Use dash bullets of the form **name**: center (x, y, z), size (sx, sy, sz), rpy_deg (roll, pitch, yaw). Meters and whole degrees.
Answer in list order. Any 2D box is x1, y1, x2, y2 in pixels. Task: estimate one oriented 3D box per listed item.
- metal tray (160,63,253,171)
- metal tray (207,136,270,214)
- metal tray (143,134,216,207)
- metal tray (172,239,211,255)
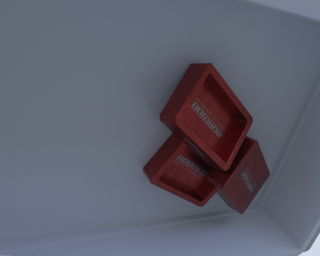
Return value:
- **metal tray**: center (0.067, -0.012, 0.411), size (0.130, 0.030, 0.090), rpy_deg (42, 71, -37)
- **metal tray**: center (0.132, 0.078, 0.501), size (0.090, 0.030, 0.130), rpy_deg (-51, 140, -10)
- **metal tray**: center (0.050, 0.062, 0.472), size (0.130, 0.030, 0.090), rpy_deg (34, 99, -39)
- **metal tray**: center (0.066, 0.286, 0.624), size (0.090, 0.030, 0.130), rpy_deg (-37, 130, -3)
